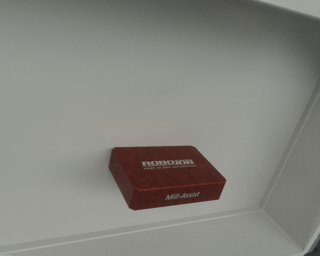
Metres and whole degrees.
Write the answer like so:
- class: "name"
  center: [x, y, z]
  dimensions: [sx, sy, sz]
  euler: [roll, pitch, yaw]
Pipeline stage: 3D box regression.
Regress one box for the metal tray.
- class: "metal tray"
  center: [0.009, 0.060, 0.407]
  dimensions: [0.131, 0.090, 0.030]
  euler: [1, 118, -29]
